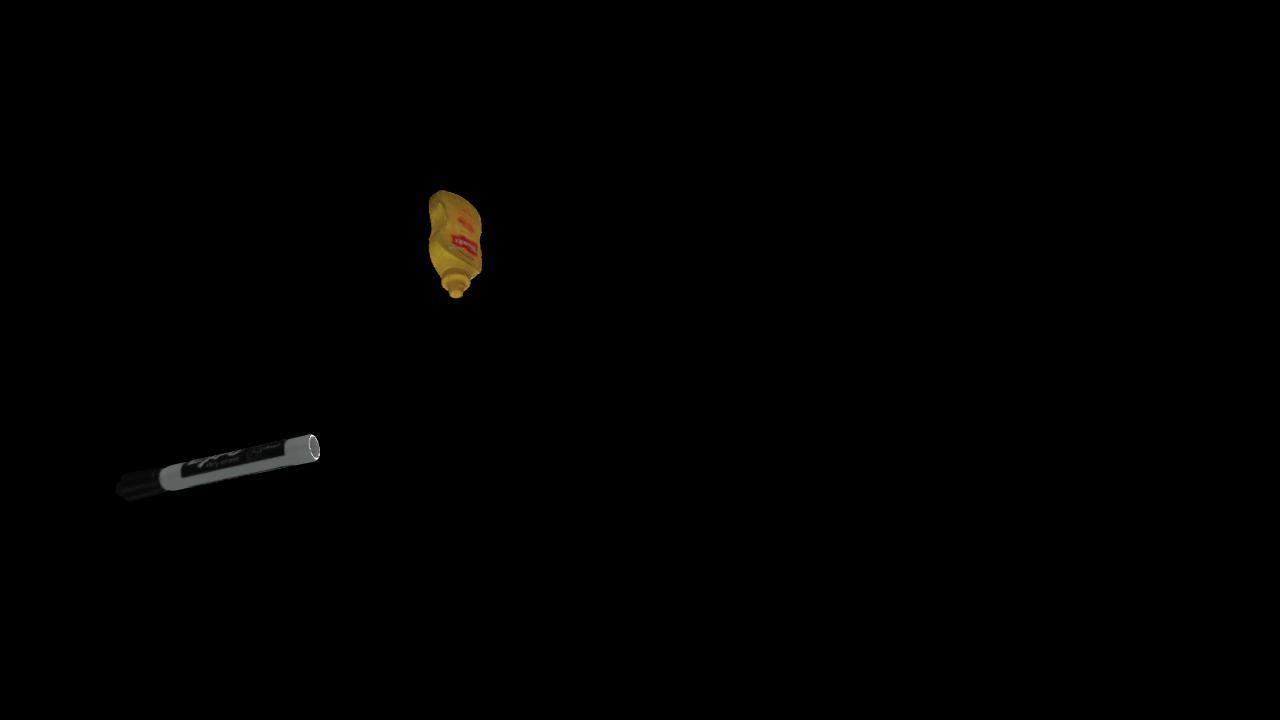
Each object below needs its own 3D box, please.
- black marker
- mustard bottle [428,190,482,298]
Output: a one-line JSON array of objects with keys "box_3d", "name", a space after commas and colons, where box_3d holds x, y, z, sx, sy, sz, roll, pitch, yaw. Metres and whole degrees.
[{"box_3d": [-0.278, 0.071, 0.406, 0.121, 0.020, 0.020, -12, 2, -8], "name": "black marker"}, {"box_3d": [-0.283, -0.170, 0.946, 0.054, 0.184, 0.092, -23, -34, 19], "name": "mustard bottle"}]
